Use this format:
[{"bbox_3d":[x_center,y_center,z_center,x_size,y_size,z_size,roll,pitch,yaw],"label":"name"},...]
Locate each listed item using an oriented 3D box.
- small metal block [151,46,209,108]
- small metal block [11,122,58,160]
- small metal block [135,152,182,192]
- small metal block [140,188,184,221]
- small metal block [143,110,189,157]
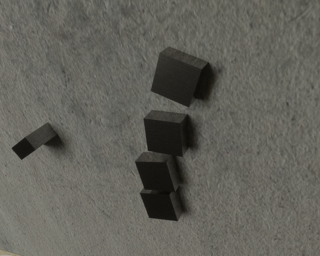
[{"bbox_3d":[0.022,-0.059,0.358,0.050,0.025,0.050,25,127,12],"label":"small metal block"},{"bbox_3d":[-0.206,0.021,0.510,0.050,0.050,0.025,-28,103,37],"label":"small metal block"},{"bbox_3d":[-0.002,0.062,0.445,0.050,0.025,0.050,-2,118,29],"label":"small metal block"},{"bbox_3d":[0.003,0.112,0.473,0.050,0.025,0.050,-3,117,29],"label":"small metal block"},{"bbox_3d":[0.009,0.007,0.405,0.050,0.025,0.050,8,122,23],"label":"small metal block"}]
